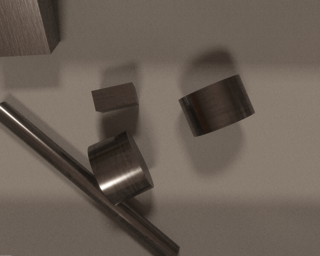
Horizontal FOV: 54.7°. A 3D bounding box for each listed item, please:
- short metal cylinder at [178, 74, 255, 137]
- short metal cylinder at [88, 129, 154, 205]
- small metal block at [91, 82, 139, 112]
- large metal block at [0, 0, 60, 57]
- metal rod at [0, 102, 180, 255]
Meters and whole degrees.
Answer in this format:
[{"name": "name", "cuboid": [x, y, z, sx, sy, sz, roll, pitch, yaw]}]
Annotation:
[{"name": "short metal cylinder", "cuboid": [0.070, -0.027, 0.385, 0.080, 0.080, 0.050, -23, 90, 0]}, {"name": "short metal cylinder", "cuboid": [-0.047, 0.048, 0.383, 0.050, 0.080, 0.080, -25, 90, 0]}, {"name": "small metal block", "cuboid": [-0.056, -0.038, 0.398, 0.050, 0.050, 0.025, -13, 90, 0]}, {"name": "large metal block", "cuboid": [-0.177, -0.135, 0.379, 0.081, 0.050, 0.079, -3, 124, -1]}, {"name": "metal rod", "cuboid": [-0.097, 0.071, 0.410, 0.300, 0.025, 0.025, 40, 90, -1]}]
